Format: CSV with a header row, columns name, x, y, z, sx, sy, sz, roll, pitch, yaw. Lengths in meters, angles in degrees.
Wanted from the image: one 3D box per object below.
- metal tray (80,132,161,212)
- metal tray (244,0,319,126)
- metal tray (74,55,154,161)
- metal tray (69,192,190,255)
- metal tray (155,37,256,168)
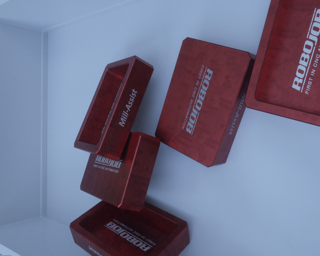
name,x,y,z,sx,sy,sz,roll,pitch,yaw
metal tray,-0.058,0.051,0.412,0.130,0.030,0.090,0,71,56
metal tray,0.140,-0.071,0.287,0.090,0.030,0.129,20,103,38
metal tray,-0.063,-0.026,0.411,0.090,0.030,0.130,4,71,56
metal tray,-0.040,0.133,0.394,0.130,0.091,0.030,16,124,39
metal tray,0.051,-0.031,0.361,0.090,0.030,0.129,27,107,36
